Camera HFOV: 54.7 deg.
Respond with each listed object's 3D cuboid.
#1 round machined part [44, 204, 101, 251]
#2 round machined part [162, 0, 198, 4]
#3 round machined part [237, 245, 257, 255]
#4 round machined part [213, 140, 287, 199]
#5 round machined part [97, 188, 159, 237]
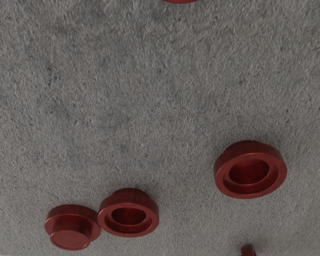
[{"bbox_3d":[-0.155,0.182,0.549,0.099,0.042,0.097,0,130,0],"label":"round machined part"},{"bbox_3d":[0.019,-0.155,0.264,0.099,0.042,0.097,0,130,0],"label":"round machined part"},{"bbox_3d":[0.172,0.282,0.600,0.042,0.098,0.098,-18,128,15],"label":"round machined part"},{"bbox_3d":[0.126,0.056,0.444,0.099,0.042,0.097,0,130,0],"label":"round machined part"},{"bbox_3d":[-0.051,0.136,0.511,0.099,0.042,0.097,0,130,0],"label":"round machined part"}]
